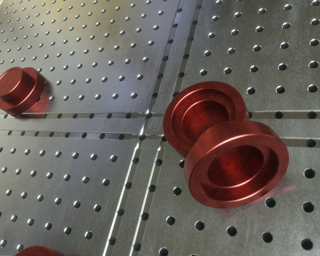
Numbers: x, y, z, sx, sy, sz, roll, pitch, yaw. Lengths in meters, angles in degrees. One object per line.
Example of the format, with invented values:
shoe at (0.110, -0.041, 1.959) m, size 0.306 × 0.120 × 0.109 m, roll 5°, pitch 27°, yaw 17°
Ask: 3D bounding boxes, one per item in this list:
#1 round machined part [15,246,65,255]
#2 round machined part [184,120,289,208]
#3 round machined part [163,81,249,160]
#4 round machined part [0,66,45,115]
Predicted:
round machined part at (-0.138, 0.189, 0.352) m, size 0.098 × 0.042 × 0.098 m, roll -13°, pitch 56°, yaw 20°
round machined part at (0.071, 0.032, 0.307) m, size 0.098 × 0.098 × 0.042 m, roll -29°, pitch 38°, yaw 9°
round machined part at (0.056, -0.004, 0.370) m, size 0.098 × 0.042 × 0.098 m, roll -13°, pitch 56°, yaw 20°
round machined part at (-0.270, -0.076, 0.583) m, size 0.098 × 0.042 × 0.098 m, roll -13°, pitch 56°, yaw 20°
